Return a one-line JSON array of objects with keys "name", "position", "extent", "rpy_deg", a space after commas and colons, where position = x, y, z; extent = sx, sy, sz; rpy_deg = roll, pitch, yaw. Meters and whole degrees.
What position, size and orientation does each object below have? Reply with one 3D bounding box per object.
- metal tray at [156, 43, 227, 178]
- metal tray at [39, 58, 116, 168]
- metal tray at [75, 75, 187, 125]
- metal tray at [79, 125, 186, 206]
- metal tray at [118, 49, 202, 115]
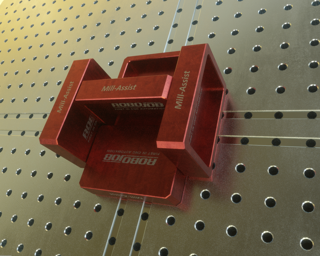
[{"name": "metal tray", "position": [0.042, -0.019, 0.354], "extent": [0.030, 0.090, 0.130], "rpy_deg": [1, 62, 28]}, {"name": "metal tray", "position": [-0.101, -0.019, 0.429], "extent": [0.030, 0.090, 0.130], "rpy_deg": [1, 62, 28]}, {"name": "metal tray", "position": [-0.029, -0.026, 0.394], "extent": [0.130, 0.090, 0.030], "rpy_deg": [1, 63, 28]}, {"name": "metal tray", "position": [-0.031, 0.043, 0.392], "extent": [0.130, 0.030, 0.090], "rpy_deg": [1, 62, 28]}, {"name": "metal tray", "position": [-0.001, -0.064, 0.443], "extent": [0.130, 0.030, 0.090], "rpy_deg": [1, 62, 28]}]
